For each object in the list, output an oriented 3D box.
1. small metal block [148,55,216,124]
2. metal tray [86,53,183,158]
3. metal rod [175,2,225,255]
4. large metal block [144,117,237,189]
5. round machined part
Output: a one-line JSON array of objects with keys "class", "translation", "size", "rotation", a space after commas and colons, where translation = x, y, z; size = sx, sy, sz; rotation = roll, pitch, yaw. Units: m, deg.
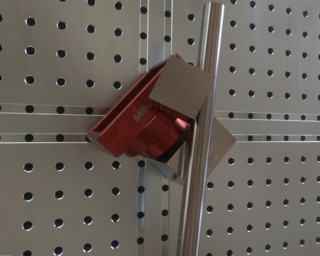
[{"class": "small metal block", "translation": [0.021, -0.039, 0.317], "size": [0.050, 0.025, 0.050], "rotation": [26, 79, 0]}, {"class": "metal tray", "translation": [-0.027, -0.026, 0.369], "size": [0.030, 0.090, 0.130], "rotation": [45, 76, -15]}, {"class": "metal rod", "translation": [0.044, 0.011, 0.345], "size": [0.025, 0.025, 0.298], "rotation": [7, 88, -20]}, {"class": "large metal block", "translation": [0.036, 0.027, 0.395], "size": [0.050, 0.080, 0.080], "rotation": [45, 76, -15]}, {"class": "round machined part", "translation": [-0.005, -0.001, 0.377], "size": [0.042, 0.098, 0.098], "rotation": [44, 76, -15]}]
